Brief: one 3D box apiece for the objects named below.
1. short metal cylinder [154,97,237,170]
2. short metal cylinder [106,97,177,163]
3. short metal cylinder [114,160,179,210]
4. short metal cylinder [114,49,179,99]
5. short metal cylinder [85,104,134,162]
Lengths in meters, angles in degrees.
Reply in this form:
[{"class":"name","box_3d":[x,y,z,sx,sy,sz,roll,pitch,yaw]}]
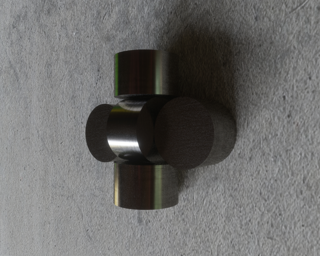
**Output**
[{"class":"short metal cylinder","box_3d":[0.040,0.005,0.357,0.080,0.050,0.080,0,91,40]},{"class":"short metal cylinder","box_3d":[-0.019,0.002,0.387,0.050,0.081,0.080,1,91,40]},{"class":"short metal cylinder","box_3d":[-0.017,0.067,0.386,0.080,0.081,0.050,0,90,40]},{"class":"short metal cylinder","box_3d":[-0.017,-0.063,0.385,0.080,0.081,0.050,0,90,40]},{"class":"short metal cylinder","box_3d":[-0.060,0.007,0.440,0.080,0.050,0.080,0,90,39]}]
